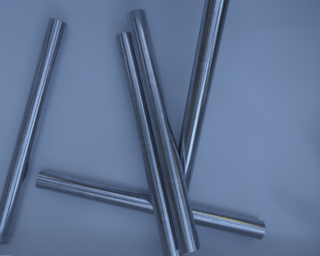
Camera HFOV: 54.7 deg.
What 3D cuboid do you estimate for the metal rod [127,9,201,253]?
[{"bbox_3d":[0.002,-0.002,0.382,0.025,0.025,0.298,-13,83,0],"label":"metal rod"}]

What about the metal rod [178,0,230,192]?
[{"bbox_3d":[0.046,-0.049,0.353,0.025,0.025,0.298,8,114,-1],"label":"metal rod"}]

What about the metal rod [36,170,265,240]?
[{"bbox_3d":[-0.012,0.102,0.411,0.302,0.025,0.025,13,90,-1],"label":"metal rod"}]

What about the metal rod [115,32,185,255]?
[{"bbox_3d":[-0.014,0.023,0.394,0.025,0.025,0.298,-13,84,0],"label":"metal rod"}]

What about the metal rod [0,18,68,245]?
[{"bbox_3d":[-0.173,0.004,0.409,0.025,0.025,0.298,15,90,-1],"label":"metal rod"}]
